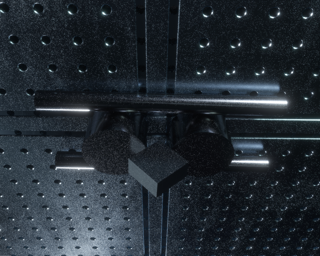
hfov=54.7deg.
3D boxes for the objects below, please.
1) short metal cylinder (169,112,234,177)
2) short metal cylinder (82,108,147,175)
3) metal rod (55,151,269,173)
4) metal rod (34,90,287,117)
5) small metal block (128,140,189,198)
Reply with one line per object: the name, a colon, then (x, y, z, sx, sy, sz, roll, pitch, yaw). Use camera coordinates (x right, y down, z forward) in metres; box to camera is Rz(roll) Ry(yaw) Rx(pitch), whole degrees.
short metal cylinder: (0.053, 0.019, 0.408, 0.081, 0.050, 0.079, 0, 130, 0)
short metal cylinder: (-0.057, 0.016, 0.404, 0.081, 0.050, 0.079, 0, 130, 0)
metal rod: (0.004, 0.050, 0.450, 0.302, 0.025, 0.025, 2, 130, -2)
metal rod: (0.002, -0.030, 0.381, 0.302, 0.025, 0.025, 1, 130, -2)
small metal block: (-0.002, 0.047, 0.370, 0.050, 0.050, 0.025, -29, 140, -34)
